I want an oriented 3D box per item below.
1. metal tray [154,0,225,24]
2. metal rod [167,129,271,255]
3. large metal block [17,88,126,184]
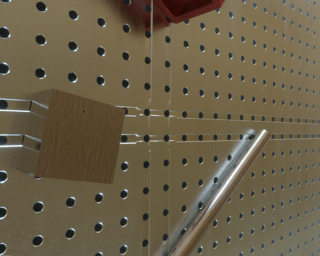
[{"bbox_3d":[0.014,-0.196,0.378,0.130,0.090,0.030,43,64,-32],"label":"metal tray"},{"bbox_3d":[0.100,0.104,0.493,0.301,0.025,0.025,-45,117,-31],"label":"metal rod"},{"bbox_3d":[-0.089,0.011,0.318,0.081,0.050,0.080,15,81,-39],"label":"large metal block"}]
